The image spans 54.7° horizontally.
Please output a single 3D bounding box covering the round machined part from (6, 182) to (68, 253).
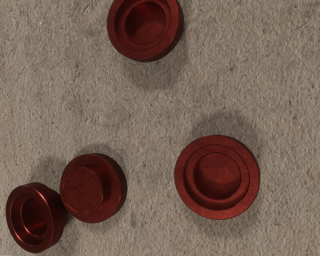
[{"bbox_3d":[-0.176,0.127,0.454,0.098,0.042,0.097,3,96,28],"label":"round machined part"}]

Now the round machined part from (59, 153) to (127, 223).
[{"bbox_3d":[-0.099,0.085,0.434,0.098,0.042,0.097,0,90,19],"label":"round machined part"}]

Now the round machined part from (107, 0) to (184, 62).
[{"bbox_3d":[-0.016,-0.134,0.405,0.098,0.042,0.097,0,90,19],"label":"round machined part"}]

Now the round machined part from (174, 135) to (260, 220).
[{"bbox_3d":[0.070,0.057,0.375,0.098,0.042,0.097,0,90,19],"label":"round machined part"}]
